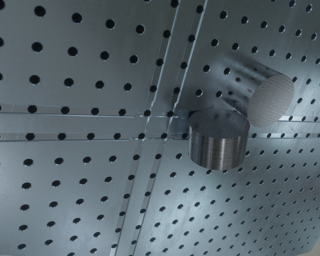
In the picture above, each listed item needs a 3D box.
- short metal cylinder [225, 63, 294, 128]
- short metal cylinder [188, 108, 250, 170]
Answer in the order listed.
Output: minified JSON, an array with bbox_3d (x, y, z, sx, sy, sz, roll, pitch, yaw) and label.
[{"bbox_3d":[0.142,-0.047,0.443,0.081,0.050,0.079,-14,124,-21],"label":"short metal cylinder"},{"bbox_3d":[0.079,0.013,0.427,0.081,0.080,0.050,-14,124,-21],"label":"short metal cylinder"}]
